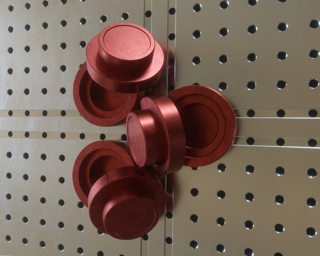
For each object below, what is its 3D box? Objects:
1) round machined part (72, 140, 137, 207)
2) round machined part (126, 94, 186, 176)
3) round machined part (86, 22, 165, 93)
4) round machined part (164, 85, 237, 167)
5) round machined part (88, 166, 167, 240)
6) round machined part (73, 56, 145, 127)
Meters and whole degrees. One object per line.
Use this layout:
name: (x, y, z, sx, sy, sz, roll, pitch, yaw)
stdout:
round machined part: (-0.067, 0.065, 0.427, 0.098, 0.042, 0.097, 0, 90, 20)
round machined part: (-0.011, 0.010, 0.376, 0.042, 0.098, 0.098, -11, 85, -22)
round machined part: (-0.042, -0.094, 0.390, 0.099, 0.042, 0.098, 5, 56, -8)
round machined part: (0.047, -0.003, 0.387, 0.098, 0.042, 0.097, 0, 90, 20)
round machined part: (-0.038, 0.100, 0.387, 0.099, 0.042, 0.097, -8, 119, -14)
round machined part: (-0.066, -0.050, 0.426, 0.098, 0.042, 0.097, 0, 90, 20)
